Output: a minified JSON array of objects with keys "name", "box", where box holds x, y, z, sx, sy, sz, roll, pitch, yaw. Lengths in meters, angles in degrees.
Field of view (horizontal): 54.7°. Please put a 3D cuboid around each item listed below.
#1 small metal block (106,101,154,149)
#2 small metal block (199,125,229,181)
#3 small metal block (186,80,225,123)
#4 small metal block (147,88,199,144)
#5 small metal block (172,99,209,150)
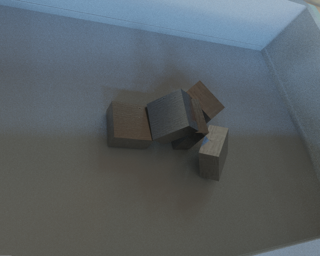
[{"name":"small metal block","box":[-0.038,-0.003,0.385,0.050,0.025,0.050,6,59,-25]},{"name":"small metal block","box":[0.071,0.033,0.404,0.025,0.050,0.050,11,48,20]},{"name":"small metal block","box":[0.060,-0.035,0.440,0.025,0.050,0.050,-41,85,-7]},{"name":"small metal block","box":[0.015,-0.013,0.382,0.025,0.050,0.050,26,48,-54]},{"name":"small metal block","box":[0.034,-0.004,0.411,0.025,0.050,0.050,1,61,-28]}]
